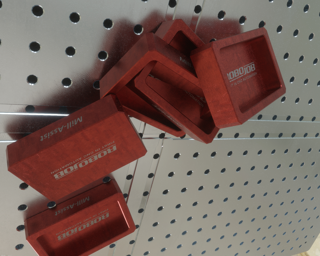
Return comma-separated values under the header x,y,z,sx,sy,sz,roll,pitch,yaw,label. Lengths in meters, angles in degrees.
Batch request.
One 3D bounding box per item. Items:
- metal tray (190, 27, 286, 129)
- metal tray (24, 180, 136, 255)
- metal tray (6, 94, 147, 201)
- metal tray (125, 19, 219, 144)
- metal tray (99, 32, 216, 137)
x,y,z,sx,sy,sz,roll,pitch,yaw,label
0.098,-0.063,0.365,0.131,0.030,0.090,-28,100,-43,metal tray
-0.107,0.138,0.435,0.131,0.030,0.089,-24,128,-14,metal tray
-0.089,0.026,0.353,0.131,0.030,0.090,-27,142,-2,metal tray
0.033,-0.051,0.368,0.130,0.030,0.090,37,81,-30,metal tray
0.007,-0.042,0.364,0.131,0.030,0.090,25,130,-37,metal tray
